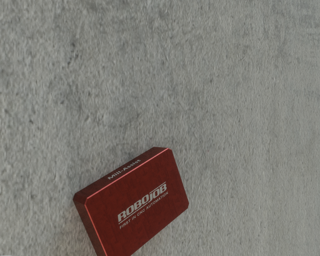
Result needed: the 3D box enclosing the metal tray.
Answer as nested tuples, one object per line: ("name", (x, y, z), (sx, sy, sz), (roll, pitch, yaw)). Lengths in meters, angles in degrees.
("metal tray", (-0.028, 0.090, 0.377), (0.131, 0.030, 0.090), (-29, 108, -36))
